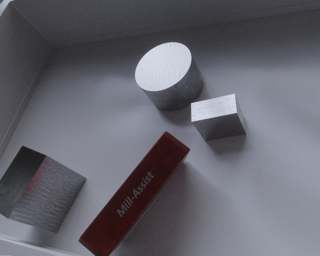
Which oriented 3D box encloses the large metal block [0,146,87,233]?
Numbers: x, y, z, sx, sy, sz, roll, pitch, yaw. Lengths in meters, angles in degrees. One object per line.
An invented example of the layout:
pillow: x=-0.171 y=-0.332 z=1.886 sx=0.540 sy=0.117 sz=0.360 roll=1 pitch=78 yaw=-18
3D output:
large metal block: x=-0.156 y=0.080 z=0.401 sx=0.050 sy=0.080 sz=0.080 roll=14 pitch=69 yaw=33

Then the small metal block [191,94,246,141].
small metal block: x=0.069 y=-0.010 z=0.359 sx=0.050 sy=0.050 sz=0.025 roll=-11 pitch=57 yaw=22

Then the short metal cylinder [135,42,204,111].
short metal cylinder: x=0.013 y=-0.070 z=0.424 sx=0.080 sy=0.050 sz=0.080 roll=-13 pitch=56 yaw=20

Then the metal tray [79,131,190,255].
metal tray: x=-0.021 y=0.070 z=0.328 sx=0.030 sy=0.090 sz=0.130 roll=37 pitch=81 yaw=8
